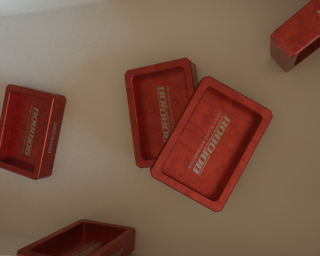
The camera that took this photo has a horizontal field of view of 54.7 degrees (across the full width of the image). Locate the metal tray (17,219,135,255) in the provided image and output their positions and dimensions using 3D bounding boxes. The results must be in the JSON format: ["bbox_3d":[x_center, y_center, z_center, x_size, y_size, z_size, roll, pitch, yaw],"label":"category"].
[{"bbox_3d":[-0.098,0.153,0.388,0.090,0.130,0.030,3,91,20],"label":"metal tray"}]

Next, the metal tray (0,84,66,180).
[{"bbox_3d":[-0.202,0.005,0.476,0.090,0.030,0.129,14,95,19],"label":"metal tray"}]

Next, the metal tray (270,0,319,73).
[{"bbox_3d":[0.175,-0.116,0.314,0.130,0.090,0.030,-39,78,15],"label":"metal tray"}]

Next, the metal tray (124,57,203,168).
[{"bbox_3d":[0.008,-0.017,0.404,0.090,0.030,0.129,-8,87,19],"label":"metal tray"}]

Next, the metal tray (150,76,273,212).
[{"bbox_3d":[0.058,0.018,0.358,0.090,0.030,0.130,30,86,-1],"label":"metal tray"}]
